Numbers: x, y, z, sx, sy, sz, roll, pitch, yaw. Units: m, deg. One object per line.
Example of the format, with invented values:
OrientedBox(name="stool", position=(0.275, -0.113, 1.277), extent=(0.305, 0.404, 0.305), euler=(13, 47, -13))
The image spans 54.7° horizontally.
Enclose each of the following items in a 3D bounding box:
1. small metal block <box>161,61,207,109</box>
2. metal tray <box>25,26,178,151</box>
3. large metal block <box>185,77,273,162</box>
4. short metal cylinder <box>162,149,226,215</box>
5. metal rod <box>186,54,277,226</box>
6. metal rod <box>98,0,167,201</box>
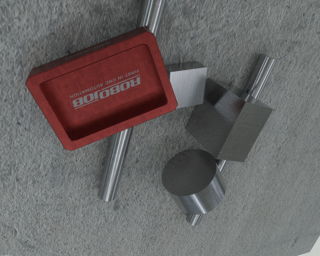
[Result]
OrientedBox(name="small metal block", position=(0.029, -0.054, 0.391), extent=(0.050, 0.025, 0.050), euler=(-12, 124, -22))
OrientedBox(name="metal tray", position=(-0.057, -0.040, 0.325), extent=(0.131, 0.030, 0.090), euler=(-22, 120, -2))
OrientedBox(name="large metal block", position=(0.088, -0.011, 0.414), extent=(0.050, 0.080, 0.079), euler=(10, 113, -33))
OrientedBox(name="short metal cylinder", position=(0.049, 0.077, 0.448), extent=(0.080, 0.080, 0.050), euler=(-34, 129, -6))
OrientedBox(name="metal rod", position=(0.104, 0.031, 0.485), extent=(0.025, 0.025, 0.298), euler=(6, 116, -32))
OrientedBox(name="metal rod", position=(-0.034, -0.038, 0.365), extent=(0.025, 0.025, 0.298), euler=(2, 117, -30))
